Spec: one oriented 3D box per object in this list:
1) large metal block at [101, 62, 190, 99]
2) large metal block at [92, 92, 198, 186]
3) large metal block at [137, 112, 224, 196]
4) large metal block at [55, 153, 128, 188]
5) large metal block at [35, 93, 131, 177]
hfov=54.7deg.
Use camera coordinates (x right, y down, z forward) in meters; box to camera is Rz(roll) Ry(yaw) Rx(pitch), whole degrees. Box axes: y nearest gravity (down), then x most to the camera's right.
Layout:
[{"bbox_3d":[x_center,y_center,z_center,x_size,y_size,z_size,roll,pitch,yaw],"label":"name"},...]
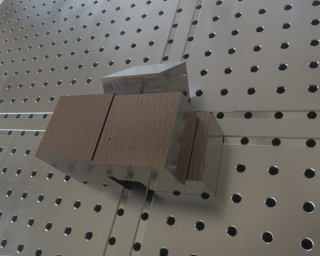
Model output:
[{"bbox_3d":[-0.016,-0.052,0.404,0.080,0.050,0.080,1,20,28],"label":"large metal block"},{"bbox_3d":[-0.013,0.011,0.324,0.080,0.050,0.080,0,62,28],"label":"large metal block"},{"bbox_3d":[0.024,0.030,0.360,0.080,0.050,0.080,-1,61,27],"label":"large metal block"},{"bbox_3d":[-0.080,0.030,0.415,0.080,0.050,0.080,2,62,28],"label":"large metal block"},{"bbox_3d":[-0.085,0.008,0.362,0.080,0.050,0.080,0,62,28],"label":"large metal block"}]
